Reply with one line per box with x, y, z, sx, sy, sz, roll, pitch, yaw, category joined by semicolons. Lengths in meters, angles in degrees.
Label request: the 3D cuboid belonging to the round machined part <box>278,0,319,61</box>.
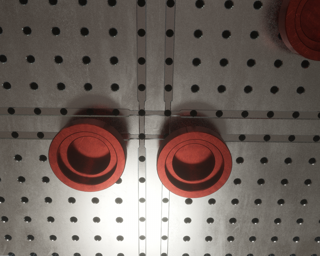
0.186;-0.130;0.359;0.099;0.042;0.097;0;110;-1;round machined part

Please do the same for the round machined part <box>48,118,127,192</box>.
-0.093;0.033;0.415;0.099;0.042;0.097;0;110;-1;round machined part

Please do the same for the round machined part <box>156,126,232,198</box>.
0.045;0.042;0.421;0.099;0.042;0.097;0;110;-1;round machined part
